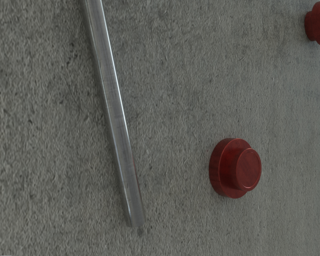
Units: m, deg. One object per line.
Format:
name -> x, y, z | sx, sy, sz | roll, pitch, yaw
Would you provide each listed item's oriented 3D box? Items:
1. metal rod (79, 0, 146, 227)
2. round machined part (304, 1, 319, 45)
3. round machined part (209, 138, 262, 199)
metal rod -> -0.055, -0.029, 0.357 | 0.025, 0.025, 0.298 | -17, 101, -39
round machined part -> 0.360, -0.233, 0.695 | 0.099, 0.042, 0.097 | 0, 90, -40
round machined part -> 0.127, 0.065, 0.500 | 0.099, 0.042, 0.097 | 0, 90, -40
